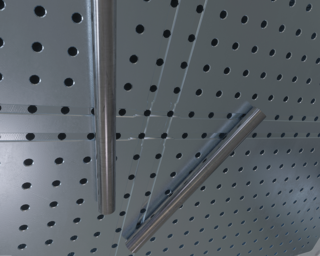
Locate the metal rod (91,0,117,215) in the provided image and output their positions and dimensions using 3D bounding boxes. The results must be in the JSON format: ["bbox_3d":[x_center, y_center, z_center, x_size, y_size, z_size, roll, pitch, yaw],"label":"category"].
[{"bbox_3d":[-0.065,-0.015,0.366,0.025,0.025,0.298,-10,123,-24],"label":"metal rod"}]

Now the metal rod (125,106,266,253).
[{"bbox_3d":[0.054,0.085,0.492,0.300,0.025,0.025,-47,129,5],"label":"metal rod"}]
